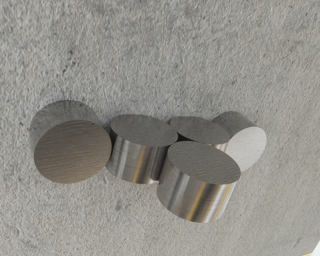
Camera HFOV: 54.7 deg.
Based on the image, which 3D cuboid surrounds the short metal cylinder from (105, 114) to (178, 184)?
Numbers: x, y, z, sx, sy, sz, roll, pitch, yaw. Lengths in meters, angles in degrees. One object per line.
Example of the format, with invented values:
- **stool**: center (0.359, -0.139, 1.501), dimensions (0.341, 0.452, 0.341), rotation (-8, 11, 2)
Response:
- **short metal cylinder**: center (-0.024, 0.023, 0.374), dimensions (0.081, 0.080, 0.050), rotation (0, 118, -29)

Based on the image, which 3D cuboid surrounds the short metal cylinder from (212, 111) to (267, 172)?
- **short metal cylinder**: center (0.111, 0.021, 0.465), dimensions (0.081, 0.050, 0.079), rotation (-14, 125, -21)

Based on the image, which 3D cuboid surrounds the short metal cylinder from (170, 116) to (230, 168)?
- **short metal cylinder**: center (0.047, 0.023, 0.413), dimensions (0.081, 0.080, 0.050), rotation (0, 118, -29)

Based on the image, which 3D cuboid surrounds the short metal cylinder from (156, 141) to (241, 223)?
- **short metal cylinder**: center (0.041, 0.056, 0.340), dimensions (0.081, 0.080, 0.050), rotation (0, 119, -29)

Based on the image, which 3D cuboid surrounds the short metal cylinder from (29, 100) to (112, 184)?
- **short metal cylinder**: center (-0.101, 0.015, 0.346), dimensions (0.081, 0.050, 0.079), rotation (-14, 125, -21)
